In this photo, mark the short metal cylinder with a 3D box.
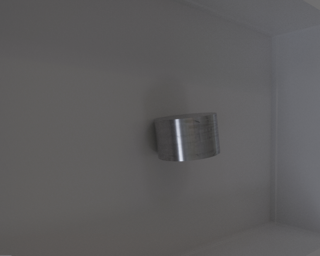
[{"bbox_3d":[0.035,0.009,0.399,0.081,0.080,0.050,-11,97,-39],"label":"short metal cylinder"}]
